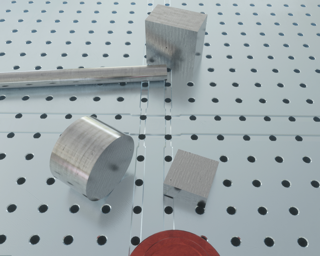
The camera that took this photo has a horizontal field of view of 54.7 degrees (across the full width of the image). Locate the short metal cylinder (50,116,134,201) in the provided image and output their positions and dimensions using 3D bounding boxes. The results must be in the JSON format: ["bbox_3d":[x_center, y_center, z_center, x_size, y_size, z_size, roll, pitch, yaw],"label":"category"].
[{"bbox_3d":[-0.073,0.033,0.343,0.050,0.080,0.080,27,55,20],"label":"short metal cylinder"}]

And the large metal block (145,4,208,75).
[{"bbox_3d":[0.025,-0.139,0.489,0.080,0.080,0.050,17,52,13],"label":"large metal block"}]

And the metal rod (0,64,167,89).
[{"bbox_3d":[-0.141,-0.077,0.470,0.302,0.025,0.025,-3,50,-4],"label":"metal rod"}]

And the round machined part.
[{"bbox_3d":[0.014,0.139,0.280,0.099,0.042,0.098,0,50,0],"label":"round machined part"}]

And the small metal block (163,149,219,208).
[{"bbox_3d":[0.036,0.058,0.360,0.050,0.025,0.050,17,52,13],"label":"small metal block"}]
